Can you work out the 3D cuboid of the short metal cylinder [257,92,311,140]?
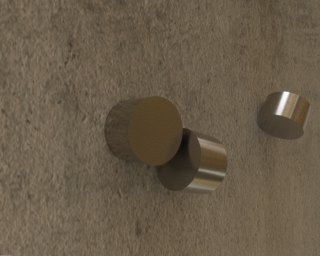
[{"bbox_3d":[0.224,-0.021,0.561,0.080,0.080,0.050,42,65,-32],"label":"short metal cylinder"}]

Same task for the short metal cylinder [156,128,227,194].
[{"bbox_3d":[0.040,0.044,0.405,0.050,0.080,0.080,17,79,-39],"label":"short metal cylinder"}]

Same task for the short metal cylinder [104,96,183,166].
[{"bbox_3d":[-0.019,0.003,0.374,0.081,0.050,0.079,0,90,-40],"label":"short metal cylinder"}]
